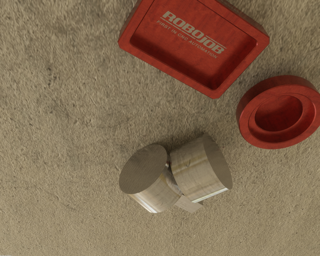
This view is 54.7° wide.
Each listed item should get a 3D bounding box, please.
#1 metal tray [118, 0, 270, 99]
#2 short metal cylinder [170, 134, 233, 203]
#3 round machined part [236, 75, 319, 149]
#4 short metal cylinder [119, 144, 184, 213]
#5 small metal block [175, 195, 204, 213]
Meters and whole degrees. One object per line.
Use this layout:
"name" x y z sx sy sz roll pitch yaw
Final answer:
"metal tray" 0.034 -0.095 0.323 0.131 0.030 0.090 25 126 -21
"short metal cylinder" 0.056 0.054 0.418 0.050 0.080 0.080 -28 125 22
"round machined part" 0.142 -0.023 0.378 0.099 0.042 0.097 0 130 0
"short metal cylinder" -0.010 0.069 0.430 0.080 0.080 0.050 -28 125 21
"small metal block" 0.037 0.094 0.471 0.050 0.050 0.025 32 123 -25
